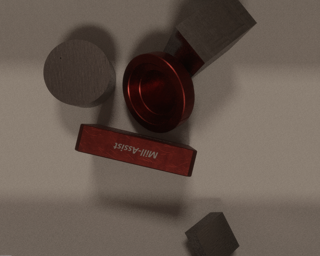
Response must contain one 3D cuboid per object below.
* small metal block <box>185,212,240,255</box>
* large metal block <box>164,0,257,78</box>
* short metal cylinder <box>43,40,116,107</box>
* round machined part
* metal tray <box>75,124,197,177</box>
[{"bbox_3d":[0.068,0.144,0.401,0.050,0.025,0.050,-27,90,-34],"label":"small metal block"},{"bbox_3d":[0.056,-0.107,0.377,0.080,0.080,0.050,-39,90,-13],"label":"large metal block"},{"bbox_3d":[-0.100,-0.067,0.398,0.081,0.050,0.079,0,90,-1],"label":"short metal cylinder"},{"bbox_3d":[0.003,-0.046,0.386,0.098,0.042,0.097,18,120,35],"label":"round machined part"},{"bbox_3d":[-0.026,0.024,0.378,0.131,0.090,0.030,13,90,-1],"label":"metal tray"}]
